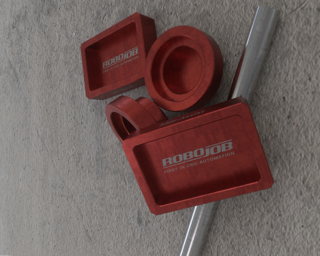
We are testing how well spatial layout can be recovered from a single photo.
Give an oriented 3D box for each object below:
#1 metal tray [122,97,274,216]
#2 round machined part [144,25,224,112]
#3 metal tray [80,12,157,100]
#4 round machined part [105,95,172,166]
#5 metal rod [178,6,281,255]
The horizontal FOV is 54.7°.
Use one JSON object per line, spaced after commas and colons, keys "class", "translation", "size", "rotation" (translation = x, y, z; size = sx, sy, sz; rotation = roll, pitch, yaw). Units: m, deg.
{"class": "metal tray", "translation": [0.038, 0.031, 0.319], "size": [0.130, 0.030, 0.090], "rotation": [-18, 102, 16]}
{"class": "round machined part", "translation": [0.032, -0.067, 0.367], "size": [0.098, 0.042, 0.097], "rotation": [0, 89, 39]}
{"class": "metal tray", "translation": [-0.061, -0.099, 0.451], "size": [0.130, 0.030, 0.090], "rotation": [-13, 82, 39]}
{"class": "round machined part", "translation": [-0.022, 0.000, 0.390], "size": [0.098, 0.042, 0.098], "rotation": [41, 155, 24]}
{"class": "metal rod", "translation": [0.072, 0.021, 0.345], "size": [0.025, 0.025, 0.298], "rotation": [25, 105, 37]}
